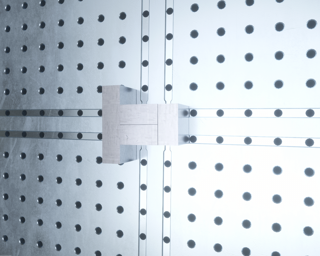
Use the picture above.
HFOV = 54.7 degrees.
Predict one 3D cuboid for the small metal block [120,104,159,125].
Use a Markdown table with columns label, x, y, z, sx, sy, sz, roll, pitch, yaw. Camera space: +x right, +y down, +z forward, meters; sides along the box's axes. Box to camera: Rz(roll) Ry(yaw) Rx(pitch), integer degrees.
| label | x | y | z | sx | sy | sz | roll | pitch | yaw |
| --- | --- | --- | --- | --- | --- | --- | --- | --- | --- |
| small metal block | -0.018 | -0.017 | 0.404 | 0.050 | 0.050 | 0.025 | 0 | 90 | 19 |

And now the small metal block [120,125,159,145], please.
| label | x | y | z | sx | sy | sz | roll | pitch | yaw |
| --- | --- | --- | --- | --- | --- | --- | --- | --- | --- |
| small metal block | -0.018 | 0.008 | 0.404 | 0.050 | 0.050 | 0.025 | 0 | 90 | 19 |

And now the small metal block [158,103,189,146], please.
| label | x | y | z | sx | sy | sz | roll | pitch | yaw |
| --- | --- | --- | --- | --- | --- | --- | --- | --- | --- |
| small metal block | 0.018 | -0.004 | 0.391 | 0.025 | 0.050 | 0.050 | 0 | 90 | 20 |

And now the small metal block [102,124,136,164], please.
| label | x | y | z | sx | sy | sz | roll | pitch | yaw |
| --- | --- | --- | --- | --- | --- | --- | --- | --- | --- |
| small metal block | -0.054 | 0.020 | 0.416 | 0.025 | 0.050 | 0.050 | 0 | 90 | 20 |

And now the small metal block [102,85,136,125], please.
| label | x | y | z | sx | sy | sz | roll | pitch | yaw |
| --- | --- | --- | --- | --- | --- | --- | --- | --- | --- |
| small metal block | -0.054 | -0.029 | 0.416 | 0.025 | 0.050 | 0.050 | 0 | 90 | 20 |
